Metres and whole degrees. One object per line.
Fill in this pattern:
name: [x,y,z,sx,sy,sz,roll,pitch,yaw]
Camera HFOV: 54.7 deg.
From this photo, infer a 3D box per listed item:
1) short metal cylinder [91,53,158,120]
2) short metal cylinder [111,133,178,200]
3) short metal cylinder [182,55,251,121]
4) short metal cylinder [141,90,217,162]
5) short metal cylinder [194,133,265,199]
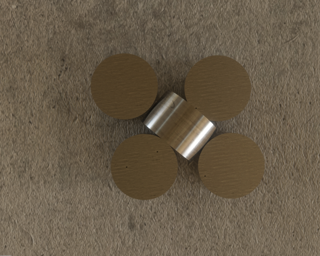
short metal cylinder: [-0.043,-0.050,0.397,0.081,0.050,0.079,0,90,-1]
short metal cylinder: [-0.019,0.047,0.397,0.081,0.050,0.079,0,90,-1]
short metal cylinder: [0.070,-0.048,0.398,0.081,0.050,0.079,0,90,-1]
short metal cylinder: [0.023,-0.003,0.384,0.080,0.080,0.050,40,90,-1]
short metal cylinder: [0.086,0.045,0.399,0.081,0.050,0.079,0,90,-1]
